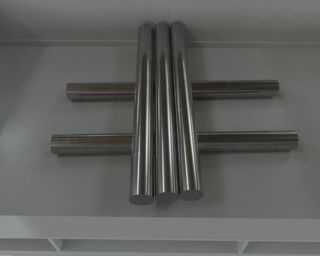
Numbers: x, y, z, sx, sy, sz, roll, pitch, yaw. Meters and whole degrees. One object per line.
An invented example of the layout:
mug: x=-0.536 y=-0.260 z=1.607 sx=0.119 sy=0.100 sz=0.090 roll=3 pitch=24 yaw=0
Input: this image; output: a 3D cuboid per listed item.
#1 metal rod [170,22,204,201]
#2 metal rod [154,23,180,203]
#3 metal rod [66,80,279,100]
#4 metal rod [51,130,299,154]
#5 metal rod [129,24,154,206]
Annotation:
metal rod: x=0.030 y=-0.047 z=0.409 sx=0.025 sy=0.025 sz=0.300 roll=-1 pitch=50 yaw=-1
metal rod: x=0.005 y=-0.045 z=0.407 sx=0.025 sy=0.025 sz=0.300 roll=-1 pitch=50 yaw=-1
metal rod: x=0.019 y=-0.056 z=0.450 sx=0.302 sy=0.025 sz=0.025 roll=-1 pitch=50 yaw=-1
metal rod: x=0.019 y=0.018 z=0.389 sx=0.302 sy=0.025 sz=0.025 roll=-1 pitch=50 yaw=-1
metal rod: x=-0.021 y=-0.043 z=0.405 sx=0.025 sy=0.025 sz=0.300 roll=-1 pitch=50 yaw=-1
